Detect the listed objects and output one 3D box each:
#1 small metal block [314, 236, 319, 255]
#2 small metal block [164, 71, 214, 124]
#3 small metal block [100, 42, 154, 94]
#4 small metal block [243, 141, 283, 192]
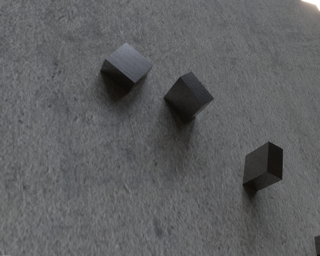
[{"bbox_3d":[0.254,0.164,0.427,0.050,0.050,0.025,21,54,-16],"label":"small metal block"},{"bbox_3d":[0.040,-0.043,0.437,0.025,0.050,0.050,-32,80,-38],"label":"small metal block"},{"bbox_3d":[-0.045,-0.084,0.432,0.050,0.025,0.050,40,51,-2],"label":"small metal block"},{"bbox_3d":[0.144,0.055,0.435,0.025,0.050,0.050,28,52,-12],"label":"small metal block"}]
